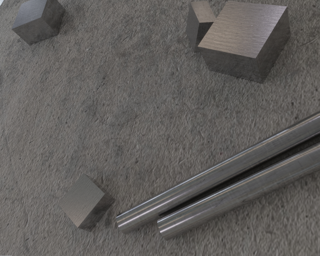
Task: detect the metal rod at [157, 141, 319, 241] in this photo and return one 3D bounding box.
[{"bbox_3d":[0.134,0.040,0.309,0.300,0.025,0.025,-28,52,10],"label":"metal rod"}]

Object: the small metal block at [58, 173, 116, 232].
[{"bbox_3d":[-0.094,0.094,0.395,0.050,0.025,0.050,32,79,38],"label":"small metal block"}]

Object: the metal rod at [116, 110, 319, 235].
[{"bbox_3d":[0.086,0.039,0.334,0.300,0.025,0.025,-29,52,9],"label":"metal rod"}]

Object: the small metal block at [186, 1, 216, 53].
[{"bbox_3d":[0.058,-0.144,0.442,0.025,0.050,0.050,-7,54,-9],"label":"small metal block"}]

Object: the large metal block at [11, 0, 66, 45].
[{"bbox_3d":[-0.260,-0.235,0.669,0.080,0.050,0.080,-11,57,22],"label":"large metal block"}]

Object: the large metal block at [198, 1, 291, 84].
[{"bbox_3d":[0.109,-0.112,0.399,0.080,0.050,0.080,24,74,36],"label":"large metal block"}]
